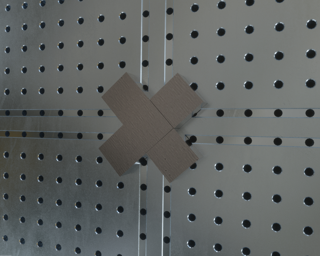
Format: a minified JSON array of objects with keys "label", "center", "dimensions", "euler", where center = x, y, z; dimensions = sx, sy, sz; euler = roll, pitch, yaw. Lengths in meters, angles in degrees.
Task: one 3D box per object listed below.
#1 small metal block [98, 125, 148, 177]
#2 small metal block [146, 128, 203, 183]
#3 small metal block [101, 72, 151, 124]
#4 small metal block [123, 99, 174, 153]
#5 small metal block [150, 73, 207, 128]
[{"label":"small metal block","center":[-0.047,0.031,0.428],"dimensions":[0.050,0.025,0.050],"euler":[-43,77,14]},{"label":"small metal block","center":[0.019,0.035,0.405],"dimensions":[0.050,0.025,0.050],"euler":[-42,77,14]},{"label":"small metal block","center":[-0.043,-0.040,0.427],"dimensions":[0.050,0.025,0.050],"euler":[-42,77,14]},{"label":"small metal block","center":[-0.012,-0.002,0.415],"dimensions":[0.050,0.025,0.050],"euler":[-43,77,14]},{"label":"small metal block","center":[0.024,-0.035,0.403],"dimensions":[0.050,0.025,0.050],"euler":[-43,77,14]}]
